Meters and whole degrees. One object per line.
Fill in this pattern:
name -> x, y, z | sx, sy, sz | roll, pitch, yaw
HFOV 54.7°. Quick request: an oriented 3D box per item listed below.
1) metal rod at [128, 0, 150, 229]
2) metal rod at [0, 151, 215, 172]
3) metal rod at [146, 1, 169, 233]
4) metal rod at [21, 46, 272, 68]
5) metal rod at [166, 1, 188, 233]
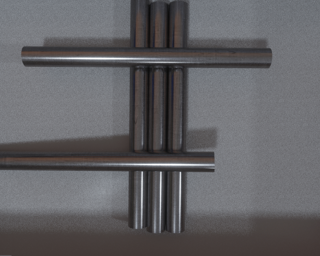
metal rod -> -0.028, -0.019, 0.410 | 0.025, 0.025, 0.298 | 1, 90, 0
metal rod -> -0.084, 0.042, 0.391 | 0.302, 0.025, 0.025 | 0, 90, 7
metal rod -> -0.003, -0.014, 0.410 | 0.025, 0.025, 0.298 | 1, 90, 0
metal rod -> -0.016, -0.088, 0.385 | 0.302, 0.025, 0.025 | 0, 90, 0
metal rod -> 0.022, -0.014, 0.410 | 0.025, 0.025, 0.298 | 1, 90, 0
